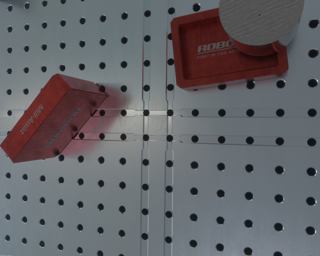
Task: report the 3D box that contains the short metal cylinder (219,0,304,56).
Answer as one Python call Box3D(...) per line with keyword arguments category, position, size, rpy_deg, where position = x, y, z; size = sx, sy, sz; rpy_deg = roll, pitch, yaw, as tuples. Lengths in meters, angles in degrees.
Box3D(category="short metal cylinder", position=(0.107, -0.121, 0.329), size=(0.080, 0.050, 0.079), rpy_deg=(0, 90, 20))

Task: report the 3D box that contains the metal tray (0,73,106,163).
Box3D(category="metal tray", position=(-0.144, -0.011, 0.428), size=(0.030, 0.090, 0.130), rpy_deg=(46, 104, 14))

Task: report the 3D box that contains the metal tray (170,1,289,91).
Box3D(category="metal tray", position=(0.083, -0.100, 0.380), size=(0.130, 0.030, 0.089), rpy_deg=(-6, 88, 19))
